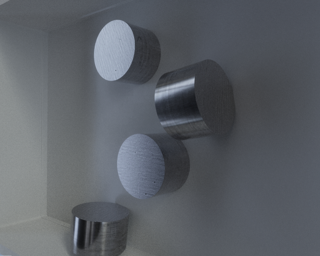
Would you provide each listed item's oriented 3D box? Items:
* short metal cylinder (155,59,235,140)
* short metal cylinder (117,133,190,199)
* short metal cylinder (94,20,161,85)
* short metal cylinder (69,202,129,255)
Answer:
[{"bbox_3d":[0.040,-0.029,0.338,0.050,0.081,0.080,-11,83,39],"label":"short metal cylinder"},{"bbox_3d":[-0.009,0.047,0.398,0.080,0.050,0.080,0,90,40],"label":"short metal cylinder"},{"bbox_3d":[-0.046,-0.102,0.428,0.080,0.050,0.080,0,90,40],"label":"short metal cylinder"},{"bbox_3d":[-0.086,0.143,0.443,0.080,0.081,0.050,9,96,39],"label":"short metal cylinder"}]
